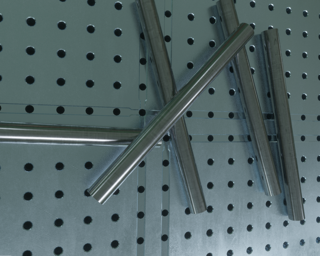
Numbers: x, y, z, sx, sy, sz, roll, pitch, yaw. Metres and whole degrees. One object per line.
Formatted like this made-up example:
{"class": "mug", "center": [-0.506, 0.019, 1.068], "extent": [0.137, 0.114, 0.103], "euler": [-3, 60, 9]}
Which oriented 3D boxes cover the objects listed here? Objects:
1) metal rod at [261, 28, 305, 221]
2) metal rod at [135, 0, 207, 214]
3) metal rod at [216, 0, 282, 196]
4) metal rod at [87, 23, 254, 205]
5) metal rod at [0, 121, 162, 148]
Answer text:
{"class": "metal rod", "center": [0.194, -0.003, 0.486], "extent": [0.025, 0.025, 0.298], "euler": [-11, 94, -20]}
{"class": "metal rod", "center": [0.016, -0.029, 0.419], "extent": [0.025, 0.025, 0.298], "euler": [-17, 96, -20]}
{"class": "metal rod", "center": [0.134, -0.042, 0.463], "extent": [0.025, 0.025, 0.298], "euler": [-18, 96, -19]}
{"class": "metal rod", "center": [0.023, -0.028, 0.394], "extent": [0.025, 0.025, 0.301], "euler": [46, 76, -15]}
{"class": "metal rod", "center": [-0.143, 0.007, 0.360], "extent": [0.303, 0.025, 0.025], "euler": [3, 89, -21]}
